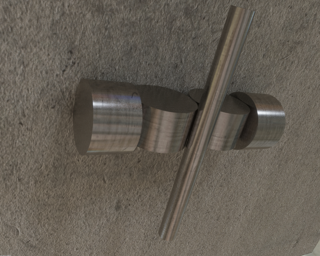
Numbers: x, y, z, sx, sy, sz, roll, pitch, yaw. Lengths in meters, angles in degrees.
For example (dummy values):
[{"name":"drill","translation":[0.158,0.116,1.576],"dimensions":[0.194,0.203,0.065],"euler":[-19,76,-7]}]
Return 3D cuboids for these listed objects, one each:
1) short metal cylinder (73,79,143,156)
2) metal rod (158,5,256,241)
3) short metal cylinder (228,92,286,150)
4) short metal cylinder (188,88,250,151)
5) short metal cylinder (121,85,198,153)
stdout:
[{"name":"short metal cylinder","translation":[-0.059,-0.011,0.334],"dimensions":[0.050,0.080,0.079],"euler":[1,118,-29]},{"name":"metal rod","translation":[0.045,0.014,0.362],"dimensions":[0.025,0.025,0.298],"euler":[1,118,-29]},{"name":"short metal cylinder","translation":[0.126,-0.010,0.436],"dimensions":[0.050,0.080,0.079],"euler":[1,118,-29]},{"name":"short metal cylinder","translation":[0.069,-0.013,0.402],"dimensions":[0.081,0.080,0.050],"euler":[1,118,-29]},{"name":"short metal cylinder","translation":[-0.001,-0.013,0.364],"dimensions":[0.081,0.080,0.050],"euler":[1,118,-29]}]
